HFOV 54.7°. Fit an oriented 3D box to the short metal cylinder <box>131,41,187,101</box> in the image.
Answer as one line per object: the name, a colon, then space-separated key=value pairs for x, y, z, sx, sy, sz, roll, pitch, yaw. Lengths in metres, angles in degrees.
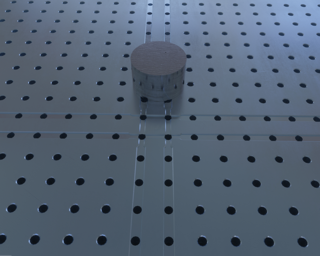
short metal cylinder: x=-0.002 y=-0.086 z=0.463 sx=0.081 sy=0.050 sz=0.080 roll=0 pitch=50 yaw=0
